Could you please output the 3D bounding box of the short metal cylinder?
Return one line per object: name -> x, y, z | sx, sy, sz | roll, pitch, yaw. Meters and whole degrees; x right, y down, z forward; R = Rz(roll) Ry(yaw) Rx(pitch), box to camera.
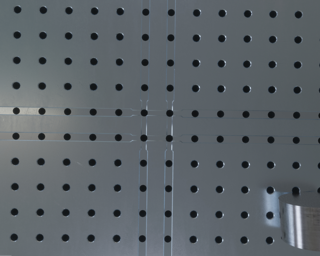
short metal cylinder -> 0.192, 0.114, 0.387 | 0.081, 0.080, 0.050 | -3, 90, 0
